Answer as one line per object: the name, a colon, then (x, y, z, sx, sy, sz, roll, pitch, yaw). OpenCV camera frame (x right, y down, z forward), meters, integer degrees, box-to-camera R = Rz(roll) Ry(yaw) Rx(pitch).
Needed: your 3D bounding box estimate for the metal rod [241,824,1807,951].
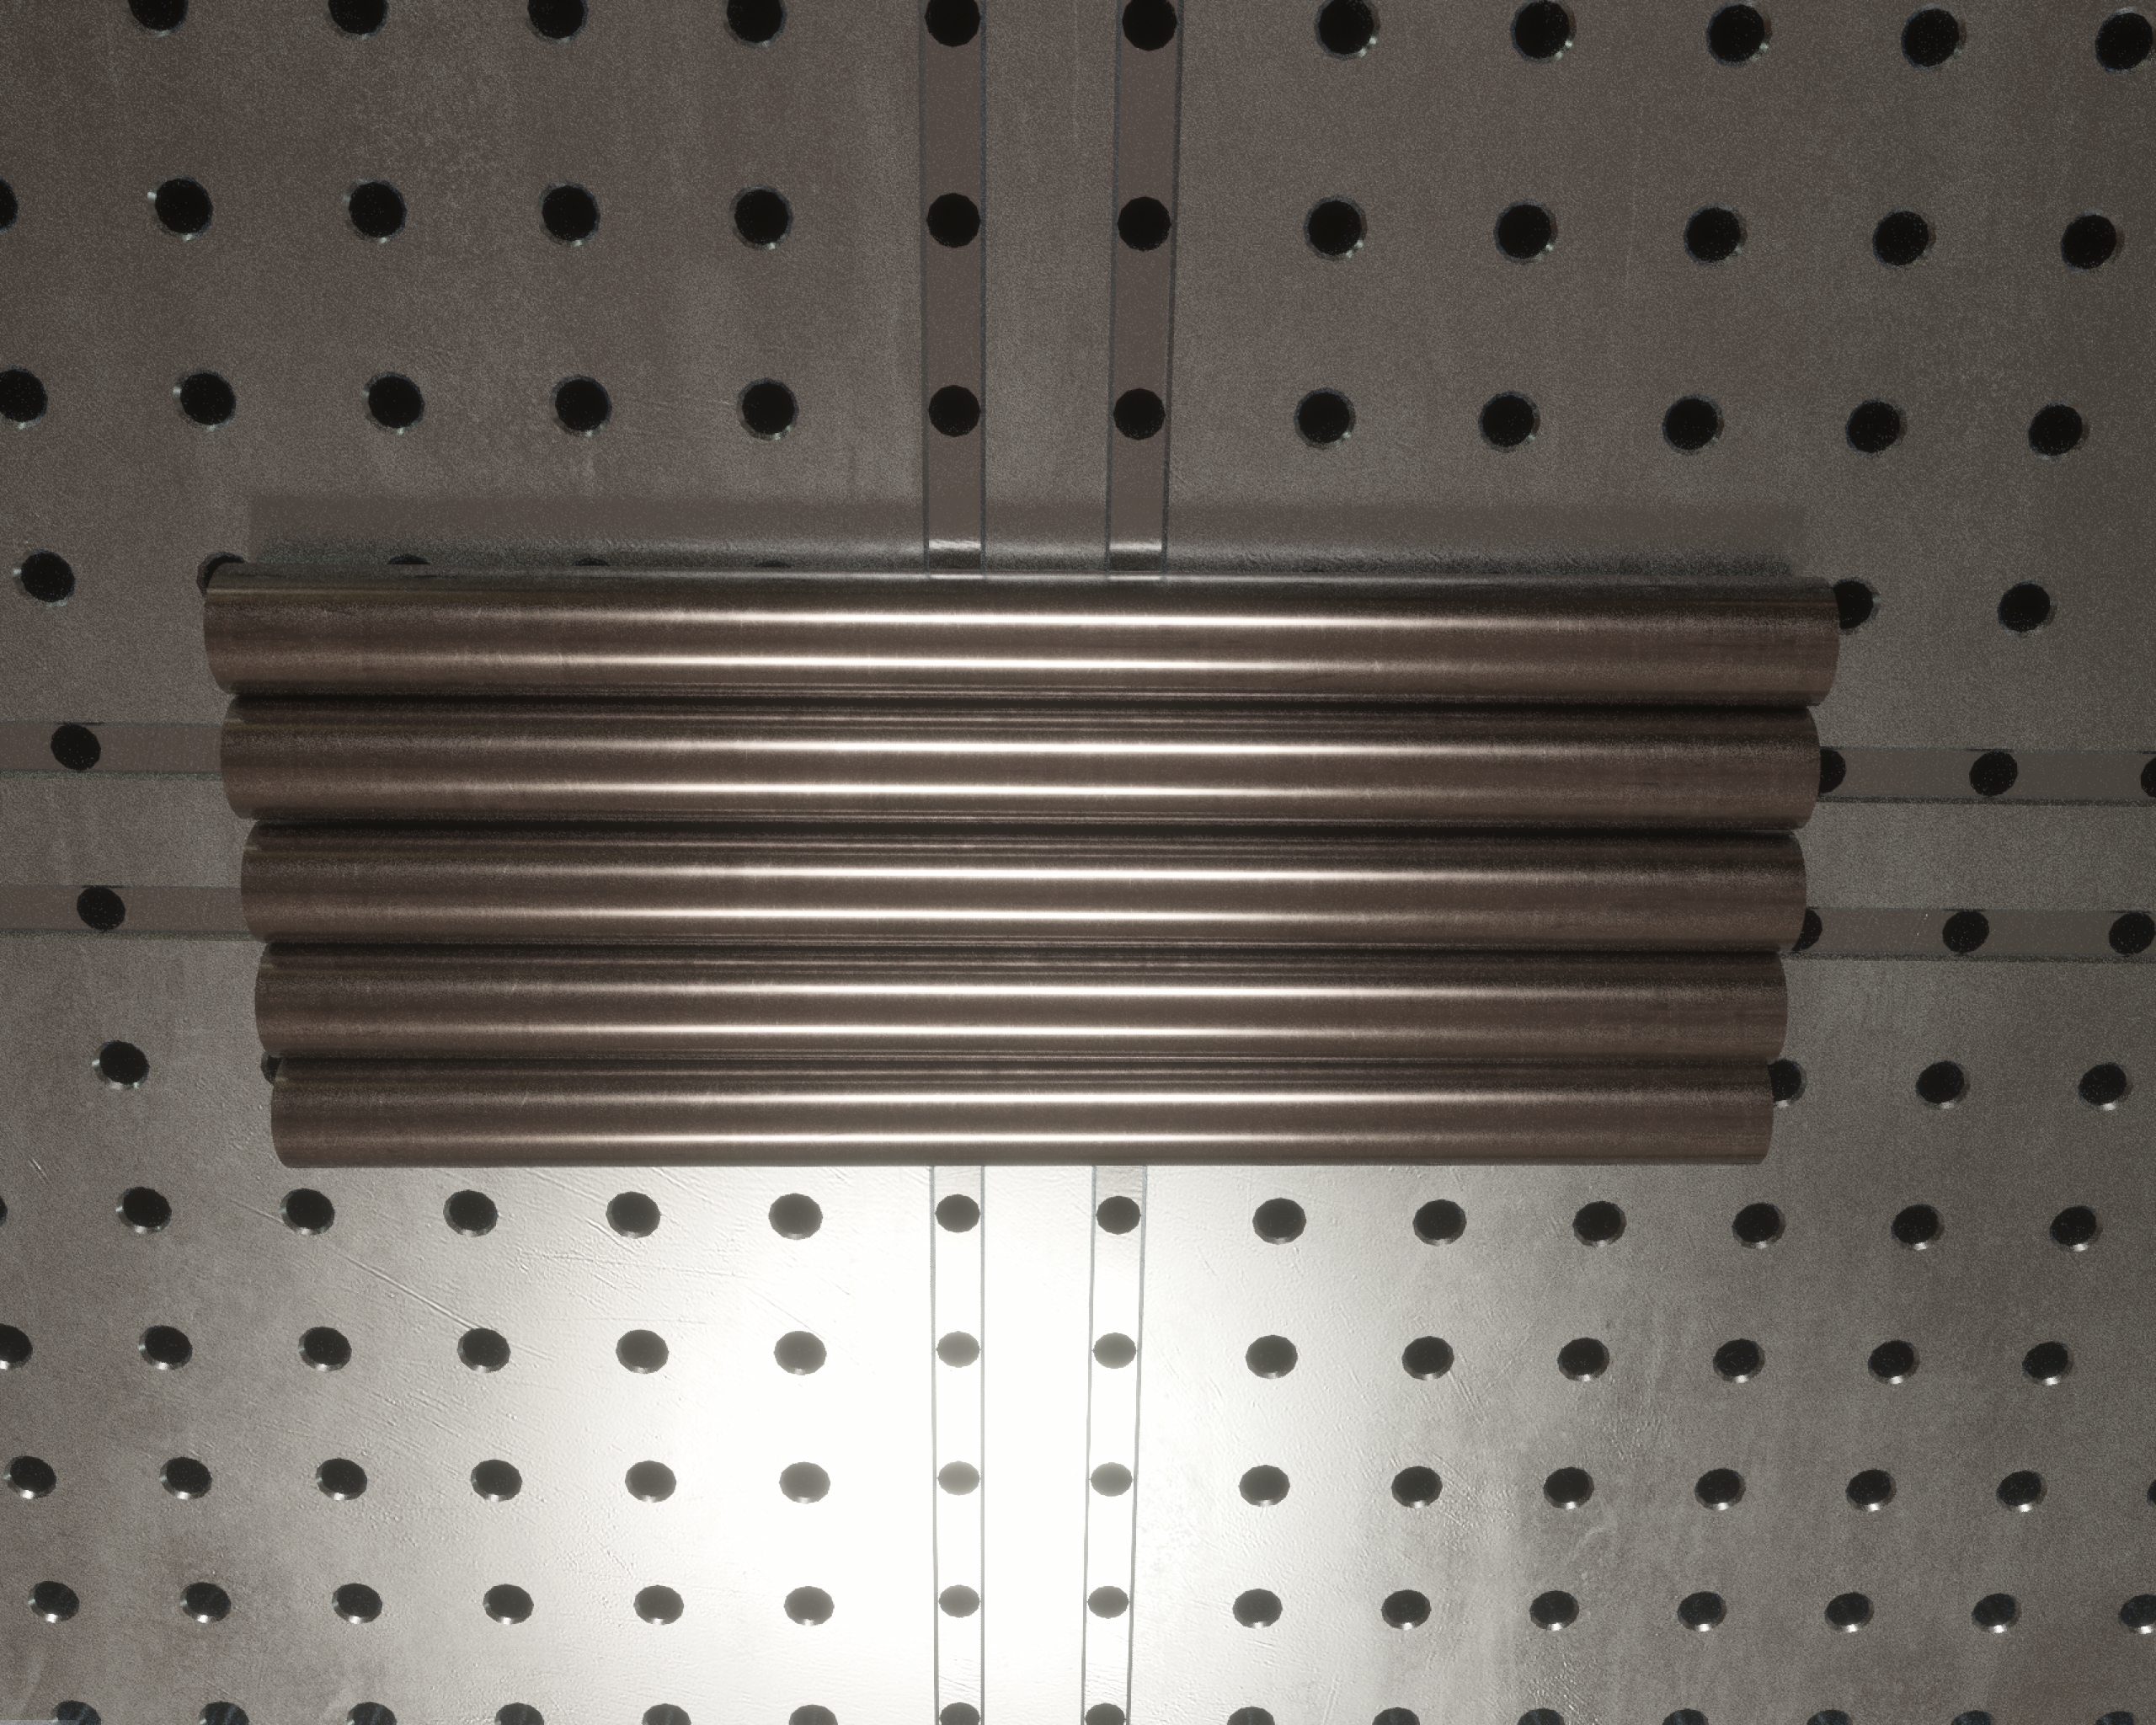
metal rod: (-0.010, 0.005, 0.415, 0.302, 0.025, 0.025, 0, 110, -1)

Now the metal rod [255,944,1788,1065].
metal rod: (-0.010, 0.028, 0.423, 0.302, 0.025, 0.025, 0, 110, -1)

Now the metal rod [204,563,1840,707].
metal rod: (-0.009, -0.043, 0.397, 0.302, 0.025, 0.025, 0, 110, -1)

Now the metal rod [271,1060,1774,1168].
metal rod: (-0.010, 0.050, 0.432, 0.302, 0.025, 0.025, 0, 110, -1)

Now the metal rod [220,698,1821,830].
metal rod: (-0.010, -0.020, 0.406, 0.302, 0.025, 0.025, 0, 110, -1)
